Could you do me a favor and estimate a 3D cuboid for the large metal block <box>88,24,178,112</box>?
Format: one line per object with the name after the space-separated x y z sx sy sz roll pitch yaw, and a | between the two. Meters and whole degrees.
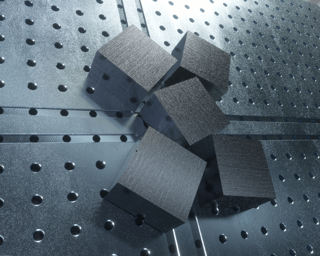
-0.036 -0.082 0.422 0.080 0.050 0.080 39 51 -1 | large metal block

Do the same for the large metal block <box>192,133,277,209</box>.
0.094 0.059 0.406 0.081 0.050 0.080 9 58 -24 | large metal block

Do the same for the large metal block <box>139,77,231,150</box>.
0.033 -0.014 0.417 0.081 0.050 0.080 -25 75 -37 | large metal block

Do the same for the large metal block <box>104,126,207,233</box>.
-0.003 0.059 0.352 0.080 0.050 0.080 33 51 -7 | large metal block

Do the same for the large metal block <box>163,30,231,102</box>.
0.059 -0.089 0.476 0.080 0.050 0.080 25 53 -16 | large metal block
